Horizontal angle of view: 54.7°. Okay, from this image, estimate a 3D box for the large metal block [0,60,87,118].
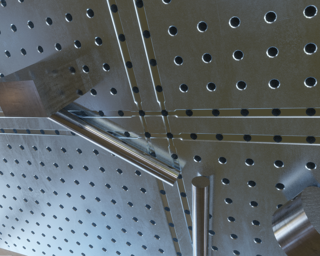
[{"bbox_3d":[-0.164,-0.055,0.426,0.080,0.080,0.050,2,119,27],"label":"large metal block"}]

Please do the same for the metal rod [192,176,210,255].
[{"bbox_3d":[0.066,0.203,0.500,0.025,0.025,0.298,10,123,23],"label":"metal rod"}]

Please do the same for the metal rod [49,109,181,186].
[{"bbox_3d":[-0.108,0.005,0.468,0.301,0.025,0.025,27,128,10],"label":"metal rod"}]

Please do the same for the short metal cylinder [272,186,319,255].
[{"bbox_3d":[0.178,0.114,0.353,0.080,0.080,0.050,35,129,4],"label":"short metal cylinder"}]
